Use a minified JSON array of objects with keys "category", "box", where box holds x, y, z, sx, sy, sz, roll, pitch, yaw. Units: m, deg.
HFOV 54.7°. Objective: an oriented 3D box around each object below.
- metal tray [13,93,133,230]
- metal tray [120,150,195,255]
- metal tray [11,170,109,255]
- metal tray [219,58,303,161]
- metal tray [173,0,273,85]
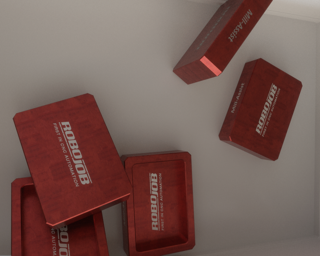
[{"category":"metal tray","box":[-0.096,0.032,0.343,0.091,0.030,0.130,-19,70,-19]},{"category":"metal tray","box":[-0.003,0.098,0.406,0.091,0.030,0.129,-3,91,-20]},{"category":"metal tray","box":[-0.107,0.113,0.330,0.091,0.030,0.130,-4,55,-20]},{"category":"metal tray","box":[0.152,-0.026,0.464,0.090,0.030,0.130,24,82,-19]},{"category":"metal tray","box":[0.079,-0.120,0.404,0.030,0.090,0.130,39,78,-16]}]
